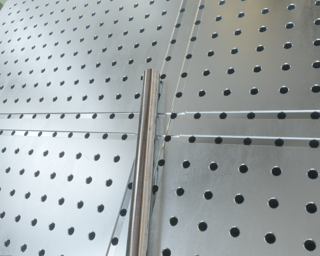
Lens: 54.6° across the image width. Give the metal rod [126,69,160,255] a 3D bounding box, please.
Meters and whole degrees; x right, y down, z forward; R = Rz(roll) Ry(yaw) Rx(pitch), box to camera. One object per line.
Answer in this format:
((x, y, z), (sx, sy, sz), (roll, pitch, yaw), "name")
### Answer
((-0.020, 0.048, 0.389), (0.025, 0.025, 0.300), (-11, 57, 22), "metal rod")
